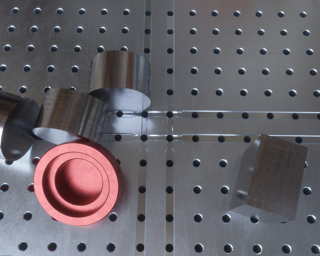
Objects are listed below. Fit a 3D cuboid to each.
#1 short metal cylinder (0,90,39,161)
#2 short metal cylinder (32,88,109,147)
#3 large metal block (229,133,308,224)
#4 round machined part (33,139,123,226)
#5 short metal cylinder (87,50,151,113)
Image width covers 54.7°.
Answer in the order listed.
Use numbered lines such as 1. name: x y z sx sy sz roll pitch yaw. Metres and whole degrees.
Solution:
1. short metal cylinder: -0.193 -0.004 0.383 0.050 0.080 0.080 16 71 5
2. short metal cylinder: -0.109 -0.008 0.385 0.080 0.080 0.050 10 70 3
3. large metal block: 0.123 0.062 0.361 0.050 0.080 0.080 18 71 6
4. round machined part: -0.092 0.060 0.366 0.099 0.042 0.097 1 99 5
5. short metal cylinder: -0.052 -0.057 0.403 0.081 0.080 0.050 1 70 0
